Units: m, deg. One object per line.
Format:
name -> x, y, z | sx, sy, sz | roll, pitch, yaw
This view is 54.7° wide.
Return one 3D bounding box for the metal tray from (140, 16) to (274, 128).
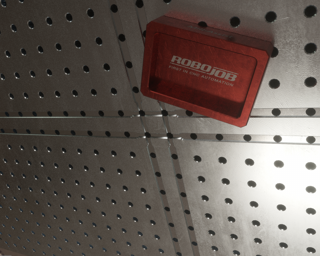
metal tray -> 0.046, -0.063, 0.343 | 0.130, 0.030, 0.089 | 20, 126, 16
